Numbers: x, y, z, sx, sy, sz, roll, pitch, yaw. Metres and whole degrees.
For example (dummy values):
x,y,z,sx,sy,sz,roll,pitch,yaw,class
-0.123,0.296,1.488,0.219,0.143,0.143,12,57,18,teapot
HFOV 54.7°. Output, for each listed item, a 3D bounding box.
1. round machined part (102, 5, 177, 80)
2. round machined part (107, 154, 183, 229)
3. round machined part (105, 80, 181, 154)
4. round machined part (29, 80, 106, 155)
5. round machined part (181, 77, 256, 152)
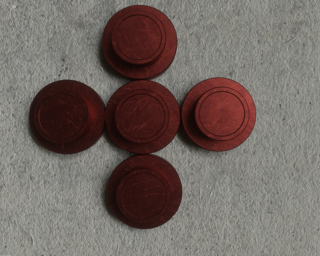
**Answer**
x,y,z,sx,sy,sz,roll,pitch,yaw,class
-0.027,-0.112,0.402,0.099,0.042,0.097,0,90,-1,round machined part
-0.020,0.083,0.402,0.099,0.042,0.097,0,90,-1,round machined part
-0.022,-0.014,0.402,0.099,0.042,0.097,0,90,-1,round machined part
-0.121,-0.014,0.401,0.099,0.042,0.097,0,90,-1,round machined part
0.077,-0.018,0.404,0.099,0.042,0.097,0,90,-1,round machined part
